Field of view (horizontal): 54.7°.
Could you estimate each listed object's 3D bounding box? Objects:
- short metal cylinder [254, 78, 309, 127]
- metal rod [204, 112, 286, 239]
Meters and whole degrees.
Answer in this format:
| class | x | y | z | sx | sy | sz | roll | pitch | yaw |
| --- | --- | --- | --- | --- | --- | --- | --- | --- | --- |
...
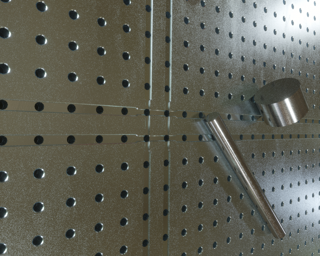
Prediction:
| class | x | y | z | sx | sy | sz | roll | pitch | yaw |
| --- | --- | --- | --- | --- | --- | --- | --- | --- | --- |
| short metal cylinder | 0.217 | -0.046 | 0.555 | 0.080 | 0.080 | 0.050 | -47 | 119 | -29 |
| metal rod | 0.156 | 0.094 | 0.539 | 0.025 | 0.025 | 0.299 | -50 | 119 | -28 |
